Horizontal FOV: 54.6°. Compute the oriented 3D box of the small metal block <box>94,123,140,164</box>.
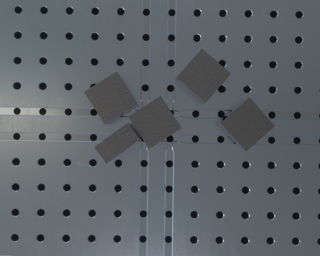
[{"bbox_3d":[-0.052,0.018,0.401,0.050,0.050,0.025,-36,90,0],"label":"small metal block"}]

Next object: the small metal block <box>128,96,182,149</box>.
[{"bbox_3d":[-0.007,-0.007,0.413,0.050,0.025,0.050,-33,90,0],"label":"small metal block"}]

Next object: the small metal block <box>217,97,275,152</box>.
[{"bbox_3d":[0.114,-0.005,0.414,0.050,0.025,0.050,-41,90,0],"label":"small metal block"}]

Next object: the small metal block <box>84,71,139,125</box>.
[{"bbox_3d":[-0.064,-0.039,0.413,0.050,0.025,0.050,-32,90,0],"label":"small metal block"}]

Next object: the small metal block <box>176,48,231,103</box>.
[{"bbox_3d":[0.057,-0.068,0.414,0.050,0.025,0.050,41,90,0],"label":"small metal block"}]
